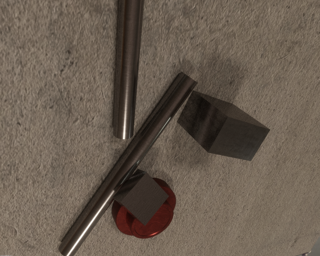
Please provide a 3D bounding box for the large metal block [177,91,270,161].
[{"bbox_3d":[0.083,-0.003,0.417,0.081,0.080,0.050,13,112,-34],"label":"large metal block"}]

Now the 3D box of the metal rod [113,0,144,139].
[{"bbox_3d":[-0.029,-0.122,0.316,0.025,0.025,0.298,-7,122,-25],"label":"metal rod"}]

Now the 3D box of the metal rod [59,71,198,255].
[{"bbox_3d":[-0.048,0.056,0.416,0.025,0.025,0.299,27,103,-38],"label":"metal rod"}]

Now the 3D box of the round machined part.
[{"bbox_3d":[-0.019,0.127,0.466,0.099,0.042,0.097,-14,125,-21],"label":"round machined part"}]

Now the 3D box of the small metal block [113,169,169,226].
[{"bbox_3d":[-0.025,0.091,0.410,0.050,0.025,0.050,-48,115,-20],"label":"small metal block"}]
